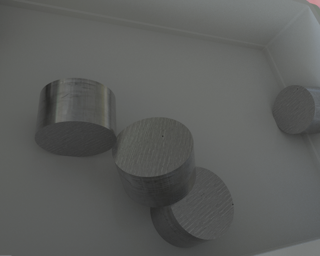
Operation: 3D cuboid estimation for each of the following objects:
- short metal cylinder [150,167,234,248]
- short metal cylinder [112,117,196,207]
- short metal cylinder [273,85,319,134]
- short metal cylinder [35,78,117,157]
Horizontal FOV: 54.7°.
[{"bbox_3d":[0.036,0.091,0.353,0.081,0.050,0.080,14,56,-21],"label":"short metal cylinder"},{"bbox_3d":[-0.004,0.034,0.321,0.080,0.050,0.080,-5,43,5],"label":"short metal cylinder"},{"bbox_3d":[0.239,-0.030,0.517,0.050,0.080,0.080,0,62,-28],"label":"short metal cylinder"},{"bbox_3d":[-0.087,-0.009,0.329,0.081,0.080,0.050,8,58,-24],"label":"short metal cylinder"}]
